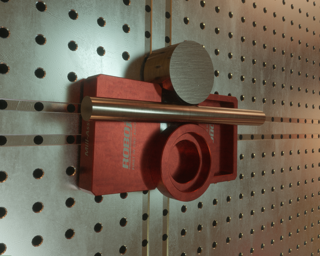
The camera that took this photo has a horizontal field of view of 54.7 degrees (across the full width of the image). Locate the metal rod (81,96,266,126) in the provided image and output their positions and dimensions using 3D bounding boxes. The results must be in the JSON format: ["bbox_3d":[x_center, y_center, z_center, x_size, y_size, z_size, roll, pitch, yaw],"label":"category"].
[{"bbox_3d":[0.043,-0.018,0.401,0.302,0.025,0.025,1,90,-40],"label":"metal rod"}]

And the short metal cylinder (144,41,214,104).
[{"bbox_3d":[0.026,-0.070,0.409,0.081,0.050,0.079,0,90,-40],"label":"short metal cylinder"}]

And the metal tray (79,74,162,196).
[{"bbox_3d":[-0.044,0.008,0.363,0.091,0.030,0.129,4,88,-40],"label":"metal tray"}]

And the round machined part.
[{"bbox_3d":[0.025,0.043,0.403,0.099,0.042,0.097,0,90,-40],"label":"round machined part"}]

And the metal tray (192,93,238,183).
[{"bbox_3d":[0.077,0.015,0.466,0.091,0.030,0.129,1,89,-40],"label":"metal tray"}]
